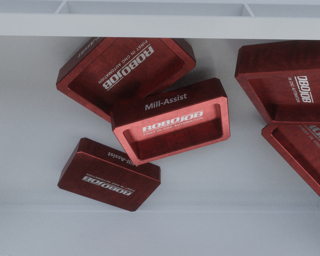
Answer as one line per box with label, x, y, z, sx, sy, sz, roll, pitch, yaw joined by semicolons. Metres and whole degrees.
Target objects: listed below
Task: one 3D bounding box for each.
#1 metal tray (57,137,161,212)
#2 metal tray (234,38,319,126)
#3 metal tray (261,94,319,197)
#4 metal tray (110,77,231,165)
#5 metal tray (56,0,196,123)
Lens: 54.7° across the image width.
metal tray;-0.075;0.075;0.468;0.131;0.030;0.089;24;126;-19
metal tray;0.138;-0.038;0.305;0.090;0.030;0.130;2;162;33
metal tray;0.202;0.022;0.376;0.130;0.030;0.090;50;123;12
metal tray;0.016;-0.004;0.377;0.131;0.030;0.090;-16;143;4
metal tray;-0.038;-0.066;0.342;0.130;0.030;0.090;-35;129;26
